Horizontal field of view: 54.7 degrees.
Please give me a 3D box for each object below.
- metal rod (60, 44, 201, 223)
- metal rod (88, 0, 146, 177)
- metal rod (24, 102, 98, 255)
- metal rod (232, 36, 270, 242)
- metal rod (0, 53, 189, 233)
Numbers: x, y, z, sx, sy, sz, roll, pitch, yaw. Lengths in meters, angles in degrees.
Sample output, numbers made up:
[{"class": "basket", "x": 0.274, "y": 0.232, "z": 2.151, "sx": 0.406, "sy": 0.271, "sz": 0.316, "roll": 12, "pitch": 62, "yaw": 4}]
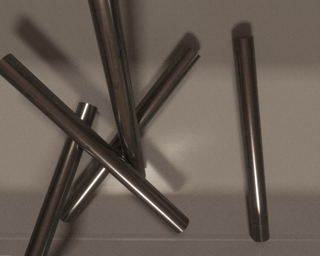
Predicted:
[{"class": "metal rod", "x": -0.050, "y": 0.017, "z": 0.417, "sx": 0.025, "sy": 0.025, "sz": 0.299, "roll": 35, "pitch": 106, "yaw": -12}, {"class": "metal rod", "x": -0.041, "y": -0.035, "z": 0.331, "sx": 0.025, "sy": 0.025, "sz": 0.298, "roll": -4, "pitch": 136, "yaw": 1}, {"class": "metal rod", "x": -0.136, "y": 0.112, "z": 0.376, "sx": 0.025, "sy": 0.025, "sz": 0.299, "roll": 18, "pitch": 80, "yaw": -7}, {"class": "metal rod", "x": 0.127, "y": 0.029, "z": 0.423, "sx": 0.025, "sy": 0.025, "sz": 0.298, "roll": -10, "pitch": 110, "yaw": 3}, {"class": "metal rod", "x": -0.071, "y": 0.030, "z": 0.380, "sx": 0.025, "sy": 0.025, "sz": 0.300, "roll": -41, "pitch": 106, "yaw": 13}]
